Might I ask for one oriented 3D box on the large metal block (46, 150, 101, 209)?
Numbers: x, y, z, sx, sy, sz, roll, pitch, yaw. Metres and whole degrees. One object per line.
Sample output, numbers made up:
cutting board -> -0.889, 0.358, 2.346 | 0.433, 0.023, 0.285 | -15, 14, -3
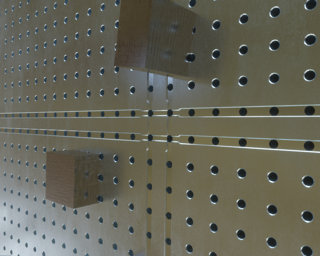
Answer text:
large metal block -> -0.145, 0.081, 0.514 | 0.080, 0.050, 0.080 | 3, 92, 40

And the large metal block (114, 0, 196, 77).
large metal block -> -0.005, -0.109, 0.378 | 0.050, 0.081, 0.080 | 12, 98, 39
